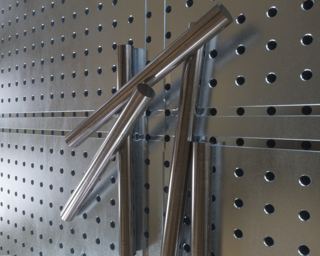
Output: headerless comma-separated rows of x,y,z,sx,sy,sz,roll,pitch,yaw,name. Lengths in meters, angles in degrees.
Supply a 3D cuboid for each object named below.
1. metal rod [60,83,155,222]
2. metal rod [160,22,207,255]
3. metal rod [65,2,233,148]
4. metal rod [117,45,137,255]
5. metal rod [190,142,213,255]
-0.089,0.053,0.453,0.025,0.025,0.298,55,129,25,metal rod
0.029,0.024,0.383,0.025,0.025,0.298,11,97,39,metal rod
-0.035,-0.049,0.402,0.299,0.025,0.025,-34,69,34,metal rod
-0.048,0.032,0.446,0.025,0.025,0.298,-1,89,39,metal rod
0.048,0.166,0.368,0.025,0.025,0.298,1,91,39,metal rod
